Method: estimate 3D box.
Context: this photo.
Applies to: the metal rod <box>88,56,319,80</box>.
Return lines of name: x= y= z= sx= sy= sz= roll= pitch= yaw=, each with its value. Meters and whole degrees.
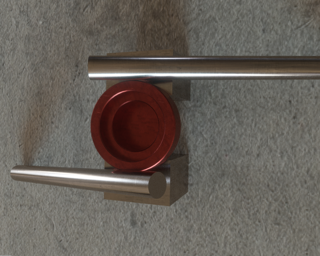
metal rod: x=0.079 y=-0.063 z=0.325 sx=0.302 sy=0.025 sz=0.025 roll=-1 pitch=90 yaw=-3

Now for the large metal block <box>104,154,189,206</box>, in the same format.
large metal block: x=-0.013 y=0.059 z=0.385 sx=0.080 sy=0.080 sz=0.050 roll=1 pitch=91 yaw=19

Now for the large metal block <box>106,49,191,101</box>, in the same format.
large metal block: x=-0.011 y=-0.061 z=0.384 sx=0.080 sy=0.080 sz=0.050 roll=1 pitch=91 yaw=19

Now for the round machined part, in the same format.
round machined part: x=-0.024 y=-0.002 z=0.346 sx=0.098 sy=0.042 sz=0.097 roll=0 pitch=90 yaw=19

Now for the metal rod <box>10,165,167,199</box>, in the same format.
metal rod: x=-0.113 y=0.062 z=0.390 sx=0.300 sy=0.025 sz=0.025 roll=-5 pitch=89 yaw=42
